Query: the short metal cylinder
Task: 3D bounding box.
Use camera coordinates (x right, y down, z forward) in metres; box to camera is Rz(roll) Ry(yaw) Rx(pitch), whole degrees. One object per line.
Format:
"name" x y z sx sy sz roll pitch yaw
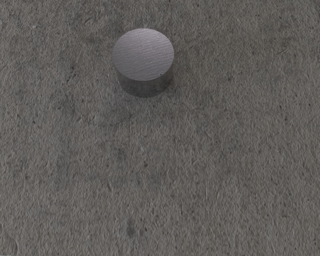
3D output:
"short metal cylinder" -0.022 -0.088 0.427 0.080 0.050 0.080 0 70 0
